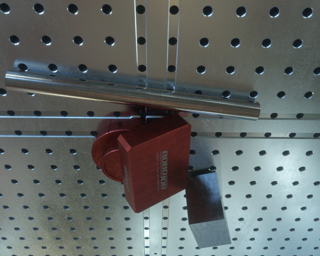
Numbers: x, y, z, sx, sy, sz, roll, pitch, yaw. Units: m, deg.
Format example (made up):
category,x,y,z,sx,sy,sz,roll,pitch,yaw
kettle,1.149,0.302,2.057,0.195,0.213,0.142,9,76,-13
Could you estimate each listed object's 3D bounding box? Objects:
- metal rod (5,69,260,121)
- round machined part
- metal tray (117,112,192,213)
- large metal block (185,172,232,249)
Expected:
category,x,y,z,sx,sy,sz,roll,pitch,yaw
metal rod,-0.027,-0.039,0.378,0.302,0.025,0.025,7,130,-6
round machined part,-0.047,0.040,0.434,0.099,0.042,0.097,0,130,0
metal tray,-0.005,0.050,0.423,0.091,0.030,0.129,-22,135,-23
large metal block,0.074,0.129,0.482,0.050,0.080,0.080,-12,134,10
